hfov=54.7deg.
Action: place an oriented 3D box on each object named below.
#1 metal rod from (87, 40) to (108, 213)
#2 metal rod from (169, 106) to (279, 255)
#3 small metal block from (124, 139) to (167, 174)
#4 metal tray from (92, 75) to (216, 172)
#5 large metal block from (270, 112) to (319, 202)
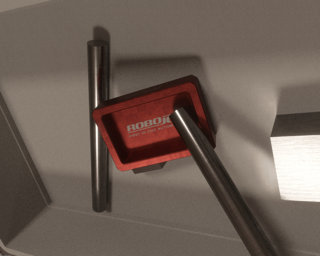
[{"bbox_3d":[-0.092,0.018,0.466,0.025,0.025,0.298,19,126,17],"label":"metal rod"},{"bbox_3d":[0.095,0.108,0.332,0.025,0.025,0.299,-39,76,38],"label":"metal rod"},{"bbox_3d":[-0.023,0.035,0.441,0.050,0.025,0.050,-16,110,34],"label":"small metal block"},{"bbox_3d":[-0.006,-0.003,0.382,0.130,0.030,0.090,-15,112,16],"label":"metal tray"},{"bbox_3d":[0.166,0.030,0.323,0.080,0.050,0.080,-4,117,29],"label":"large metal block"}]
